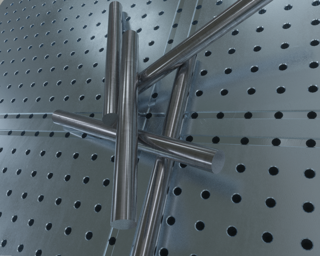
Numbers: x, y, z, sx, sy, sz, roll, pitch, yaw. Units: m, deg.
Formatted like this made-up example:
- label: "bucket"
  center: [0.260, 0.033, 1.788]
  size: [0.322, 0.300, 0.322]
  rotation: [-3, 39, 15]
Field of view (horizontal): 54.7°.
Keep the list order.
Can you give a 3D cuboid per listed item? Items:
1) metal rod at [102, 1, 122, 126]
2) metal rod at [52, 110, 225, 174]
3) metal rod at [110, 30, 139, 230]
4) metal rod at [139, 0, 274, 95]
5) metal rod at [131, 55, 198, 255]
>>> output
- label: "metal rod"
  center: [-0.073, -0.121, 0.492]
  size: [0.025, 0.025, 0.300]
  rotation: [-21, 46, 15]
- label: "metal rod"
  center: [-0.053, 0.008, 0.406]
  size: [0.300, 0.025, 0.025]
  rotation: [13, 68, 40]
- label: "metal rod"
  center: [-0.040, -0.025, 0.385]
  size: [0.025, 0.025, 0.300]
  rotation: [-18, 49, 18]
- label: "metal rod"
  center: [0.047, -0.112, 0.409]
  size: [0.300, 0.025, 0.025]
  rotation: [-32, 51, 22]
- label: "metal rod"
  center: [0.010, 0.023, 0.387]
  size: [0.025, 0.025, 0.300]
  rotation: [0, 61, 28]
